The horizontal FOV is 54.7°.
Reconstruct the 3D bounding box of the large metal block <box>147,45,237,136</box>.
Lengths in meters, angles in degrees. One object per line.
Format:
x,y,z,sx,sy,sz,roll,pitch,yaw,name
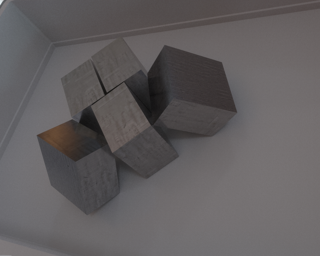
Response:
0.035,-0.043,0.367,0.050,0.081,0.080,-52,36,46,large metal block

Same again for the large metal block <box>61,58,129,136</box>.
-0.086,-0.036,0.434,0.050,0.080,0.080,-33,52,7,large metal block

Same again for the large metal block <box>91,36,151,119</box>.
-0.042,-0.065,0.429,0.050,0.080,0.080,-34,52,6,large metal block

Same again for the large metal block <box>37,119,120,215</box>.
-0.099,0.046,0.382,0.080,0.079,0.050,24,40,36,large metal block

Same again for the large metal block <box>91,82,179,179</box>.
-0.030,0.004,0.380,0.050,0.080,0.080,-36,51,4,large metal block
